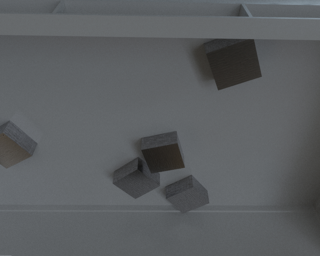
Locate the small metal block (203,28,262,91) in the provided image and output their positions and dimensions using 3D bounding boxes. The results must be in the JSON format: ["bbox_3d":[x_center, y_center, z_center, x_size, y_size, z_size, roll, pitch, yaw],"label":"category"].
[{"bbox_3d":[0.081,-0.076,0.346,0.050,0.025,0.050,-17,129,13],"label":"small metal block"}]

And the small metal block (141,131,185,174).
[{"bbox_3d":[0.005,0.035,0.439,0.050,0.025,0.050,-11,130,9],"label":"small metal block"}]

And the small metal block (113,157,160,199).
[{"bbox_3d":[-0.035,0.077,0.475,0.050,0.025,0.050,-32,124,24],"label":"small metal block"}]

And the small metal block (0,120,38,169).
[{"bbox_3d":[-0.209,0.024,0.426,0.050,0.025,0.050,-25,126,19],"label":"small metal block"}]

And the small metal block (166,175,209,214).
[{"bbox_3d":[0.044,0.108,0.502,0.050,0.025,0.050,-28,125,21],"label":"small metal block"}]
